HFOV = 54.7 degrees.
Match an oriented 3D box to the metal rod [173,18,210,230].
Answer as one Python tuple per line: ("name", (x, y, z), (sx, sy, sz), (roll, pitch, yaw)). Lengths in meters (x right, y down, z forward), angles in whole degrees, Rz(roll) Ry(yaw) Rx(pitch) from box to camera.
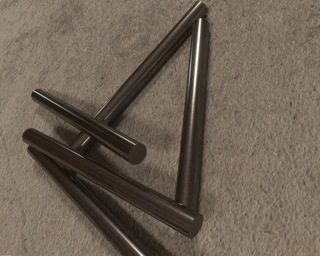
("metal rod", (0.043, -0.024, 0.394), (0.025, 0.025, 0.299), (-6, 59, 25))

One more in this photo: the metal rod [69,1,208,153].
("metal rod", (-0.030, -0.075, 0.464), (0.025, 0.025, 0.300), (34, 80, 38))

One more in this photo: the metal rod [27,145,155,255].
("metal rod", (-0.093, 0.094, 0.393), (0.300, 0.025, 0.025), (31, 79, 37))

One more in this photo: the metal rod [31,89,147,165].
("metal rod", (-0.120, -0.015, 0.443), (0.300, 0.025, 0.025), (24, 75, 45))

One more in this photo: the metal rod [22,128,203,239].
("metal rod", (-0.081, 0.053, 0.380), (0.300, 0.025, 0.025), (19, 72, 36))
